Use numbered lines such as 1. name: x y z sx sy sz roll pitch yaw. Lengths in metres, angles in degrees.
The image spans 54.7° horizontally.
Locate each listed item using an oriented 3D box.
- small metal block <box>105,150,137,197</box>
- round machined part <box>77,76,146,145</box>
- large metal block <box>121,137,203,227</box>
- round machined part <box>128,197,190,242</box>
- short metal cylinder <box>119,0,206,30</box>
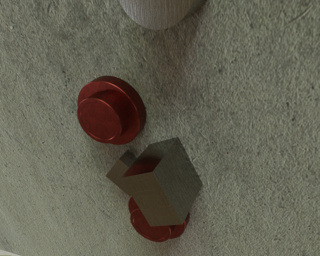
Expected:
1. small metal block: -0.048 0.070 0.473 0.050 0.025 0.050 40 129 0
2. round machined part: -0.072 -0.018 0.421 0.098 0.042 0.097 13 124 20
3. large metal block: 0.006 0.070 0.410 0.050 0.080 0.080 -16 110 34
4. round machined part: -0.007 0.138 0.483 0.098 0.042 0.097 13 124 20
5. short metal cylinder: 0.004 -0.142 0.300 0.080 0.050 0.079 13 124 20
